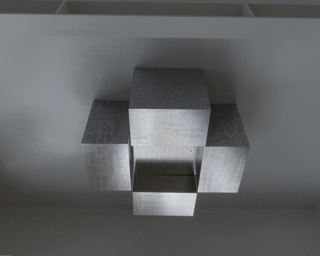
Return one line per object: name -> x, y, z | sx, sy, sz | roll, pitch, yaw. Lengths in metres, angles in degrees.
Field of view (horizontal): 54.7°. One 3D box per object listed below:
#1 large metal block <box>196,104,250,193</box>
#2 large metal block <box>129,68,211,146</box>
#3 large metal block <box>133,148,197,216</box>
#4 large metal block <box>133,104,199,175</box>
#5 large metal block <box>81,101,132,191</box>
large metal block -> 0.073, 0.025, 0.394 | 0.050, 0.080, 0.079 | 1, 130, -1
large metal block -> 0.009, -0.025, 0.349 | 0.081, 0.080, 0.050 | 1, 130, -1
large metal block -> 0.005, 0.074, 0.434 | 0.081, 0.080, 0.050 | 1, 130, -1
large metal block -> 0.008, 0.015, 0.402 | 0.081, 0.050, 0.079 | 0, 130, -1
large metal block -> -0.060, 0.021, 0.389 | 0.050, 0.080, 0.079 | 1, 130, -1
